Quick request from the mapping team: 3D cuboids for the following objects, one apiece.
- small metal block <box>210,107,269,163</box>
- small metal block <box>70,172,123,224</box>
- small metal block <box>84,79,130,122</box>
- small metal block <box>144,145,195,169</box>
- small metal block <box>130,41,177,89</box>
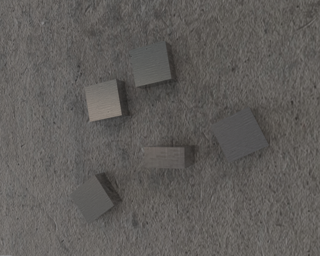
[{"bbox_3d":[0.097,0.008,0.375,0.050,0.025,0.050,-27,81,18],"label":"small metal block"},{"bbox_3d":[-0.091,0.099,0.441,0.050,0.025,0.050,-39,78,16],"label":"small metal block"},{"bbox_3d":[-0.074,-0.037,0.435,0.050,0.025,0.050,-11,87,19],"label":"small metal block"},{"bbox_3d":[0.013,0.035,0.391,0.050,0.050,0.025,-1,90,20],"label":"small metal block"},{"bbox_3d":[-0.008,-0.083,0.412,0.050,0.025,0.050,-10,87,19],"label":"small metal block"}]
